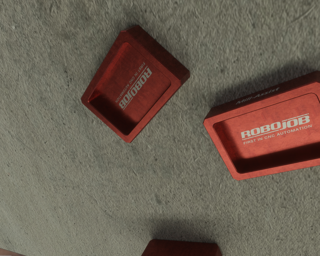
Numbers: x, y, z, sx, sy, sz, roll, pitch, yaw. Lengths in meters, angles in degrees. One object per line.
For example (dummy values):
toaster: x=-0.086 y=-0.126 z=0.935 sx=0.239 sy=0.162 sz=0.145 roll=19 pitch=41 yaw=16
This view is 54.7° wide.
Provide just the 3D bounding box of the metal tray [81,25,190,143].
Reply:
metal tray: x=-0.036 y=-0.050 z=0.391 sx=0.090 sy=0.030 sz=0.129 roll=42 pitch=129 yaw=-1

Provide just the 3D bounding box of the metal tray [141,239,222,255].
metal tray: x=0.025 y=0.224 z=0.490 sx=0.130 sy=0.090 sz=0.030 roll=-9 pitch=114 yaw=32

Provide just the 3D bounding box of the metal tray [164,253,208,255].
metal tray: x=0.066 y=0.269 z=0.527 sx=0.090 sy=0.030 sz=0.130 roll=-12 pitch=118 yaw=33

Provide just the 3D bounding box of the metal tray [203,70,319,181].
metal tray: x=0.125 y=0.004 z=0.339 sx=0.130 sy=0.030 sz=0.090 roll=-20 pitch=108 yaw=35
